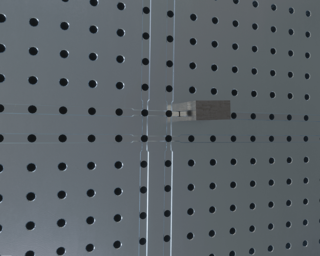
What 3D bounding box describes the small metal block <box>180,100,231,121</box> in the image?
[{"bbox_3d":[0.060,-0.023,0.421,0.050,0.050,0.025,-2,91,-20],"label":"small metal block"}]
